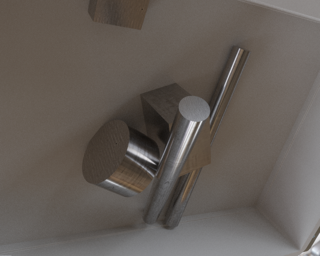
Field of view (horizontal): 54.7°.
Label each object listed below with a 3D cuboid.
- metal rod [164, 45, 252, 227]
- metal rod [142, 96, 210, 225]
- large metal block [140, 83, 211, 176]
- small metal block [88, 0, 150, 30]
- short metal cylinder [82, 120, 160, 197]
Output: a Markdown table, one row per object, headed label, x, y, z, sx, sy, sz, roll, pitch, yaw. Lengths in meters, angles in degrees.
| label | x | y | z | sx | sy | sz | roll | pitch | yaw |
| --- | --- | --- | --- | --- | --- | --- | --- | --- | --- |
| metal rod | 0.064 | 0.027 | 0.461 | 0.025 | 0.025 | 0.298 | 5 | 116 | -31 |
| metal rod | 0.006 | 0.063 | 0.367 | 0.025 | 0.025 | 0.298 | -17 | 153 | -19 |
| large metal block | 0.019 | 0.001 | 0.386 | 0.050 | 0.080 | 0.079 | -20 | 127 | -17 |
| small metal block | -0.039 | -0.129 | 0.303 | 0.050 | 0.025 | 0.050 | 1 | 129 | -29 |
| short metal cylinder | -0.047 | 0.037 | 0.371 | 0.050 | 0.080 | 0.080 | 34 | 99 | -39 |
